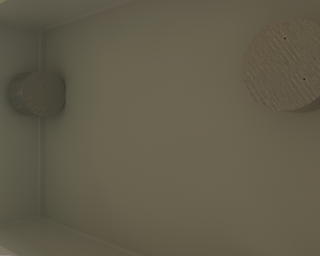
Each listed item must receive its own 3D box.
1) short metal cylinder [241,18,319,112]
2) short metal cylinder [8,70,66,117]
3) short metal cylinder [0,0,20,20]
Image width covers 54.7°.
[{"bbox_3d":[0.124,-0.055,0.288,0.080,0.050,0.079,0,90,39],"label":"short metal cylinder"},{"bbox_3d":[-0.216,-0.060,0.545,0.050,0.081,0.079,3,92,40],"label":"short metal cylinder"},{"bbox_3d":[-0.351,-0.283,0.678,0.080,0.050,0.079,0,90,39],"label":"short metal cylinder"}]
